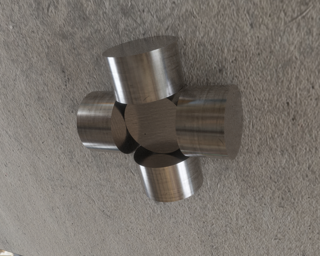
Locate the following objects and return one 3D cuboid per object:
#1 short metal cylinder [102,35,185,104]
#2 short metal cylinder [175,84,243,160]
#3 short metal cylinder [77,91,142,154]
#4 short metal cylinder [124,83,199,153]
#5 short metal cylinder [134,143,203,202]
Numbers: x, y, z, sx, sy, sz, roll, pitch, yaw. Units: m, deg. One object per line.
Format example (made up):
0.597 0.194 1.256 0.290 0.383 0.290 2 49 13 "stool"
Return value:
-0.017 -0.066 0.339 0.080 0.080 0.050 2 120 27 "short metal cylinder"
0.056 -0.007 0.338 0.050 0.080 0.079 2 119 27 "short metal cylinder"
-0.060 -0.008 0.398 0.050 0.080 0.079 2 119 27 "short metal cylinder"
0.004 -0.016 0.379 0.080 0.050 0.079 13 124 20 "short metal cylinder"
0.012 0.049 0.395 0.080 0.080 0.050 1 118 27 "short metal cylinder"
